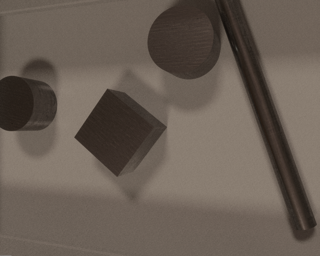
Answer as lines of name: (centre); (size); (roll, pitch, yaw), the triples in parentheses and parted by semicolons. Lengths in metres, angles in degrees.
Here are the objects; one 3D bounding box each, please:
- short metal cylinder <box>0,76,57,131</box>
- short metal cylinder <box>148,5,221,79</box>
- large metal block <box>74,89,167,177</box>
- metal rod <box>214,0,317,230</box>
short metal cylinder: (-0.205, -0.035, 0.468); (0.080, 0.050, 0.079); (0, 90, 19)
short metal cylinder: (0.031, -0.104, 0.386); (0.080, 0.050, 0.079); (0, 90, 19)
large metal block: (-0.052, 0.006, 0.414); (0.080, 0.050, 0.080); (40, 102, 15)
metal rod: (0.121, -0.030, 0.367); (0.025, 0.025, 0.299); (-19, 84, 18)
